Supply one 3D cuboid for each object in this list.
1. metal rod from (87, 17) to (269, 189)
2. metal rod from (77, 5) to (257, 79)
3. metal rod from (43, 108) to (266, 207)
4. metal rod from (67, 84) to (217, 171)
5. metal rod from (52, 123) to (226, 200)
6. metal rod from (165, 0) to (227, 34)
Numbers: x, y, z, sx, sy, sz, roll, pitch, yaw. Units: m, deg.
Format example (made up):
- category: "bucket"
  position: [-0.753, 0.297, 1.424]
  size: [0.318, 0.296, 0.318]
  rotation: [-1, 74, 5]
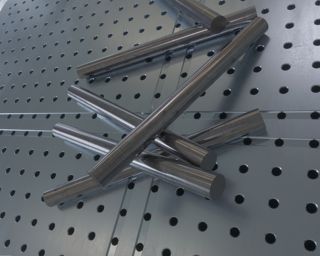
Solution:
- category: "metal rod"
  position: [0.036, -0.044, 0.370]
  size: [0.025, 0.025, 0.301]
  rotation: [29, 63, 37]
- category: "metal rod"
  position: [-0.001, -0.128, 0.488]
  size: [0.300, 0.025, 0.025]
  rotation: [-13, 56, 21]
- category: "metal rod"
  position: [-0.018, 0.043, 0.392]
  size: [0.300, 0.025, 0.025]
  rotation: [-22, 54, 15]
- category: "metal rod"
  position: [-0.047, -0.013, 0.421]
  size: [0.300, 0.025, 0.025]
  rotation: [26, 76, 43]
- category: "metal rod"
  position: [-0.053, 0.029, 0.389]
  size: [0.300, 0.025, 0.025]
  rotation: [14, 69, 43]
- category: "metal rod"
  position: [0.016, -0.224, 0.519]
  size: [0.025, 0.025, 0.300]
  rotation: [-38, 45, 3]
